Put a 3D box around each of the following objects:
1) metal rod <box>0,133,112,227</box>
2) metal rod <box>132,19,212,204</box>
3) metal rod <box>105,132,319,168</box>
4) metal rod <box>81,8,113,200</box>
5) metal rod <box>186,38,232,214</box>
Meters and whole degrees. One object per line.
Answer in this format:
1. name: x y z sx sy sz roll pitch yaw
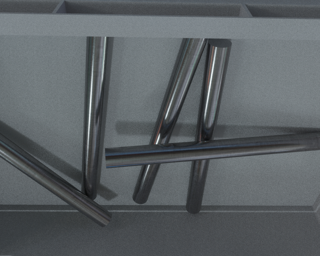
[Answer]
1. metal rod: -0.183 0.051 0.429 0.025 0.025 0.300 -34 117 25
2. metal rod: 0.004 0.004 0.412 0.025 0.025 0.298 11 129 -10
3. metal rod: 0.082 0.027 0.403 0.302 0.025 0.025 -4 131 -10
4. metal rod: -0.087 -0.004 0.404 0.025 0.025 0.298 8 130 -7
5. metal rod: 0.060 0.022 0.428 0.025 0.025 0.298 1 130 -1
